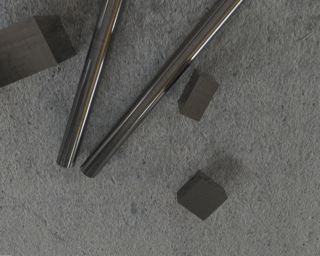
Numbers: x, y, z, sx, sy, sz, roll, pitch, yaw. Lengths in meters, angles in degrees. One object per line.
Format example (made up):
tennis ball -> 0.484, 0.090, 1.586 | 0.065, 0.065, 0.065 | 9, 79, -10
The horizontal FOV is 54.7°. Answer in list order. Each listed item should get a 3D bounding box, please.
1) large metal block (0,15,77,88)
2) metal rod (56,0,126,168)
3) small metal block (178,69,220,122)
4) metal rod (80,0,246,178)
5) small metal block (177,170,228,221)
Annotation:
large metal block -> -0.150, -0.086, 0.347 | 0.080, 0.080, 0.050 | -20, 109, 7
metal rod -> -0.077, -0.083, 0.378 | 0.025, 0.025, 0.298 | 19, 109, -7
small metal block -> 0.046, -0.042, 0.382 | 0.025, 0.050, 0.050 | 24, 108, -9
metal rod -> -0.005, -0.048, 0.391 | 0.025, 0.025, 0.299 | 38, 105, -13
small metal block -> 0.060, 0.097, 0.447 | 0.050, 0.025, 0.050 | 38, 105, -13
